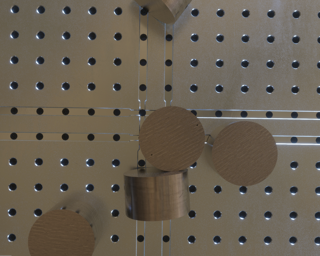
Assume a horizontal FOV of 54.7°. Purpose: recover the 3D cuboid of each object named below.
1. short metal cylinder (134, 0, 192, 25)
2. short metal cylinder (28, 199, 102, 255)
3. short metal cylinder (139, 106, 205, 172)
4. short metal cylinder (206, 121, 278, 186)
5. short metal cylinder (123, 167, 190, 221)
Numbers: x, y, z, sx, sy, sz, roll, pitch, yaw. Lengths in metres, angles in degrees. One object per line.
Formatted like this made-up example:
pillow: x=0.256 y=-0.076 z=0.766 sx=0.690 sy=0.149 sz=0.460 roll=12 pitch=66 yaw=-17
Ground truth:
short metal cylinder: x=0.002 y=-0.176 z=0.386 sx=0.080 sy=0.080 sz=0.050 roll=37 pitch=90 yaw=-1
short metal cylinder: x=-0.119 y=0.138 z=0.399 sx=0.081 sy=0.050 sz=0.079 roll=0 pitch=90 yaw=-1
short metal cylinder: x=0.014 y=0.013 z=0.401 sx=0.081 sy=0.050 sz=0.079 roll=0 pitch=90 yaw=-1
short metal cylinder: x=0.103 y=0.031 z=0.402 sx=0.081 sy=0.050 sz=0.079 roll=0 pitch=90 yaw=-1
short metal cylinder: x=-0.004 y=0.079 z=0.386 sx=0.081 sy=0.080 sz=0.050 roll=-3 pitch=91 yaw=-1
